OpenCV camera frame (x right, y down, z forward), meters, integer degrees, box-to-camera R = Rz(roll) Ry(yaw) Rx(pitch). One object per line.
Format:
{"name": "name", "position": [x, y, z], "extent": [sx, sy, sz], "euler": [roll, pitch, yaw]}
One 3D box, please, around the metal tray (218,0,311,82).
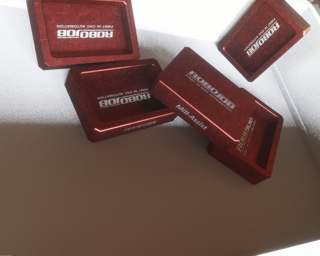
{"name": "metal tray", "position": [0.169, -0.150, 0.520], "extent": [0.090, 0.129, 0.030], "euler": [48, 51, 5]}

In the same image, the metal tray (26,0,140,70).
{"name": "metal tray", "position": [-0.095, -0.126, 0.403], "extent": [0.131, 0.030, 0.089], "euler": [-12, 96, -33]}

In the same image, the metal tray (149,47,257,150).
{"name": "metal tray", "position": [0.061, -0.042, 0.422], "extent": [0.130, 0.030, 0.090], "euler": [38, 51, -3]}

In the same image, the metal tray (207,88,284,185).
{"name": "metal tray", "position": [0.133, 0.008, 0.468], "extent": [0.090, 0.030, 0.130], "euler": [35, 51, -5]}

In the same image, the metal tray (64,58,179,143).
{"name": "metal tray", "position": [-0.044, -0.041, 0.403], "extent": [0.131, 0.030, 0.090], "euler": [-16, 70, -34]}
